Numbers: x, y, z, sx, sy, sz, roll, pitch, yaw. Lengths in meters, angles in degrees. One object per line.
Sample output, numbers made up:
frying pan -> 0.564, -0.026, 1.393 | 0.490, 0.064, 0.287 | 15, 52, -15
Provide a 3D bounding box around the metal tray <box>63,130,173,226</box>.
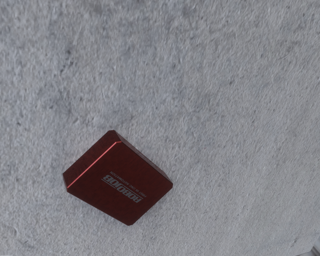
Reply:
metal tray -> -0.052, 0.072, 0.421 | 0.090, 0.030, 0.130 | -43, 130, 1
